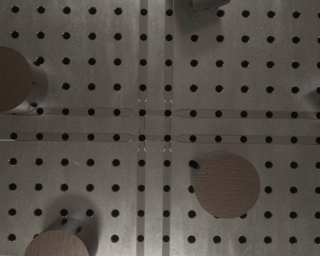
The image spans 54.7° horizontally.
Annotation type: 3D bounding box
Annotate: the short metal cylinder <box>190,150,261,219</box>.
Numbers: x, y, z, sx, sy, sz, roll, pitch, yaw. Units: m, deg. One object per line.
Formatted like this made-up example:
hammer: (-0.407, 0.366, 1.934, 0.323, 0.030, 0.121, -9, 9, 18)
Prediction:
short metal cylinder: (0.082, 0.071, 0.402, 0.081, 0.050, 0.079, 0, 90, -1)

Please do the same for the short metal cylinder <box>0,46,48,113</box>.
short metal cylinder: (-0.194, -0.059, 0.398, 0.081, 0.050, 0.079, 0, 90, 0)

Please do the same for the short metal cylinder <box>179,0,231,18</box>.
short metal cylinder: (0.050, -0.186, 0.386, 0.050, 0.080, 0.080, -22, 90, 0)

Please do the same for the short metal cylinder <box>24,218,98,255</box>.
short metal cylinder: (-0.125, 0.163, 0.399, 0.081, 0.050, 0.079, 0, 90, -1)
